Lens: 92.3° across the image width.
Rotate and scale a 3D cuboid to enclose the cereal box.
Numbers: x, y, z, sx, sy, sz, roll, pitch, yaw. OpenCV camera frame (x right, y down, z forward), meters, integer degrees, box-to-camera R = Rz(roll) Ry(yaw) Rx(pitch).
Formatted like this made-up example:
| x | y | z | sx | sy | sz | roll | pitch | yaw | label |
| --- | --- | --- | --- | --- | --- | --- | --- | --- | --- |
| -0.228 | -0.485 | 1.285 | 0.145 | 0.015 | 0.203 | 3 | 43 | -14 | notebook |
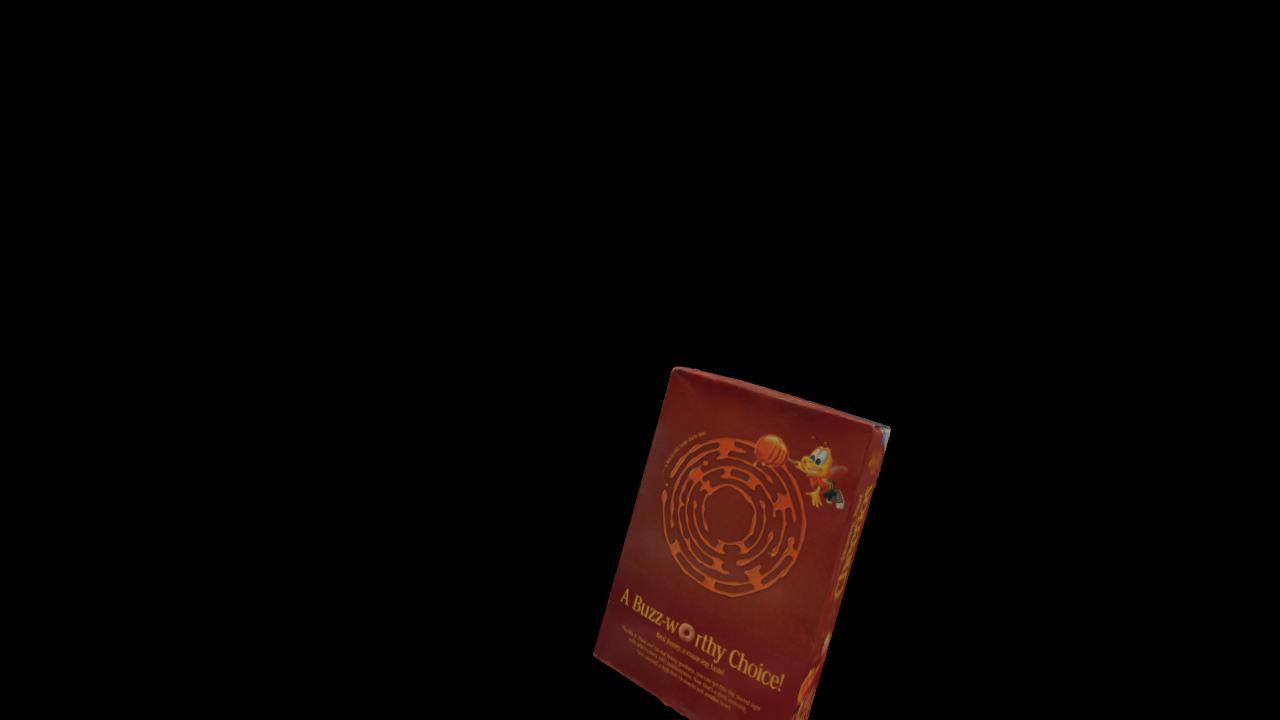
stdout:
| x | y | z | sx | sy | sz | roll | pitch | yaw | label |
| --- | --- | --- | --- | --- | --- | --- | --- | --- | --- |
| 0.090 | 0.176 | 0.580 | 0.203 | 0.306 | 0.081 | 15 | 0 | 33 | cereal box |
